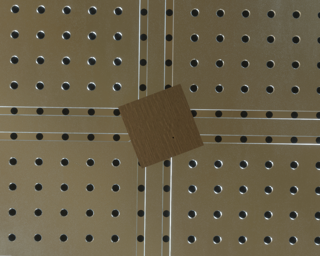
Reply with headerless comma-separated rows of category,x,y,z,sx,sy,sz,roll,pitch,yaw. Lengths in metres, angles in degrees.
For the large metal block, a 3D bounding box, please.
large metal block,0.001,-0.002,0.398,0.080,0.050,0.080,-21,90,-1
